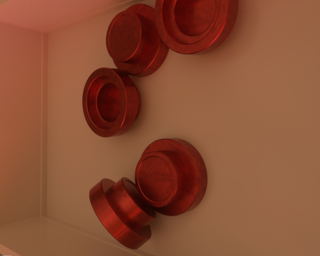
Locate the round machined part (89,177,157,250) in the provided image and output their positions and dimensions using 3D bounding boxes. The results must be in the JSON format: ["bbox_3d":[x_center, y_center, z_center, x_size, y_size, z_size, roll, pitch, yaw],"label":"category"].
[{"bbox_3d":[-0.042,0.103,0.402,0.042,0.098,0.098,-41,62,3],"label":"round machined part"}]

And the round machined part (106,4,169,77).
[{"bbox_3d":[-0.036,-0.121,0.426,0.098,0.042,0.097,0,90,40],"label":"round machined part"}]

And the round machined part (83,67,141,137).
[{"bbox_3d":[-0.066,-0.037,0.447,0.098,0.042,0.097,4,97,41],"label":"round machined part"}]

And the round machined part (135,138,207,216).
[{"bbox_3d":[0.007,0.062,0.390,0.098,0.042,0.097,0,90,40],"label":"round machined part"}]

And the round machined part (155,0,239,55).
[{"bbox_3d":[0.044,-0.133,0.353,0.098,0.042,0.097,8,103,38],"label":"round machined part"}]
